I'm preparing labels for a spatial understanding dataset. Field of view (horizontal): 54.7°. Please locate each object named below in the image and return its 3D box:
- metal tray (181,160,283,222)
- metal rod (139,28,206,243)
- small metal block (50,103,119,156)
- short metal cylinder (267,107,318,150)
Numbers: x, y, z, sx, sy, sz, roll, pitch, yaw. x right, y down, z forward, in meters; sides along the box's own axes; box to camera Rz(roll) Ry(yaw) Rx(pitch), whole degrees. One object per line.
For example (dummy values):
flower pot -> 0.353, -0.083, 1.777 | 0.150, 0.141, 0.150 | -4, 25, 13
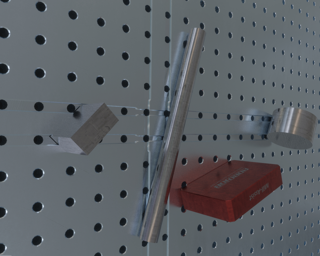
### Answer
metal tray -> 0.107, 0.086, 0.456 | 0.131, 0.090, 0.030 | -20, 103, -38
metal rod -> 0.020, 0.002, 0.426 | 0.025, 0.025, 0.299 | 23, 76, -38
small metal block -> -0.080, 0.000, 0.326 | 0.050, 0.050, 0.025 | -52, 121, -27
short metal cylinder -> 0.248, 0.002, 0.582 | 0.080, 0.080, 0.050 | 32, 70, -36
